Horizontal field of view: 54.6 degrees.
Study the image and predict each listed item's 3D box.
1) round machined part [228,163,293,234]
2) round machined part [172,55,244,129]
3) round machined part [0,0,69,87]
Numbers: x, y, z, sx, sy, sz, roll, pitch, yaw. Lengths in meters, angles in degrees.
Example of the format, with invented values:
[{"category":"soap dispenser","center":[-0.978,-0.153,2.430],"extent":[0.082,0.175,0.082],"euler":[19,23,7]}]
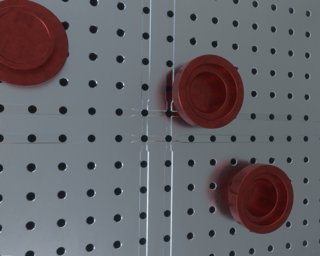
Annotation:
[{"category":"round machined part","center":[0.142,0.100,0.456],"extent":[0.099,0.042,0.097],"euler":[0,90,-20]},{"category":"round machined part","center":[0.062,-0.048,0.426],"extent":[0.099,0.042,0.097],"euler":[0,90,-20]},{"category":"round machined part","center":[-0.154,-0.096,0.347],"extent":[0.099,0.042,0.097],"euler":[0,90,-20]}]
